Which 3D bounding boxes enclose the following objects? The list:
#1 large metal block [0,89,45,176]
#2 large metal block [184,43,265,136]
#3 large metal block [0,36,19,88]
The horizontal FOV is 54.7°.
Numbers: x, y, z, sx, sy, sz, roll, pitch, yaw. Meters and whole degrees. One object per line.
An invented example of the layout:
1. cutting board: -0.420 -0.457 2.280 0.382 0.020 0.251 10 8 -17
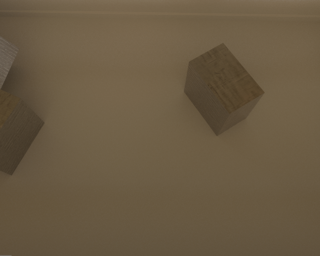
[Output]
1. large metal block: -0.197 0.004 0.376 0.050 0.080 0.080 23 72 7
2. large metal block: 0.077 -0.046 0.398 0.050 0.080 0.080 -31 73 -11
3. large metal block: -0.241 -0.086 0.394 0.050 0.080 0.080 -23 48 36
